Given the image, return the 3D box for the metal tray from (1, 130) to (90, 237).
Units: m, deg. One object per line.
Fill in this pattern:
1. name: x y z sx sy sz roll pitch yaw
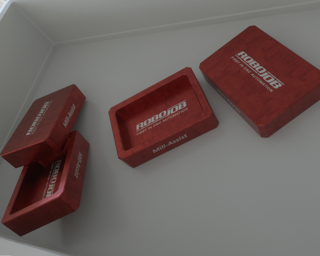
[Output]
1. metal tray: -0.145 0.067 0.410 0.090 0.030 0.130 -26 33 11

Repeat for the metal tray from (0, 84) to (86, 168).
1. metal tray: -0.173 -0.006 0.471 0.090 0.030 0.130 -17 38 21

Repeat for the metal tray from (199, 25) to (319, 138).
1. metal tray: 0.119 -0.061 0.377 0.090 0.030 0.130 -37 51 3

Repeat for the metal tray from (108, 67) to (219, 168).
1. metal tray: 0.000 -0.015 0.411 0.130 0.030 0.090 -27 52 11
